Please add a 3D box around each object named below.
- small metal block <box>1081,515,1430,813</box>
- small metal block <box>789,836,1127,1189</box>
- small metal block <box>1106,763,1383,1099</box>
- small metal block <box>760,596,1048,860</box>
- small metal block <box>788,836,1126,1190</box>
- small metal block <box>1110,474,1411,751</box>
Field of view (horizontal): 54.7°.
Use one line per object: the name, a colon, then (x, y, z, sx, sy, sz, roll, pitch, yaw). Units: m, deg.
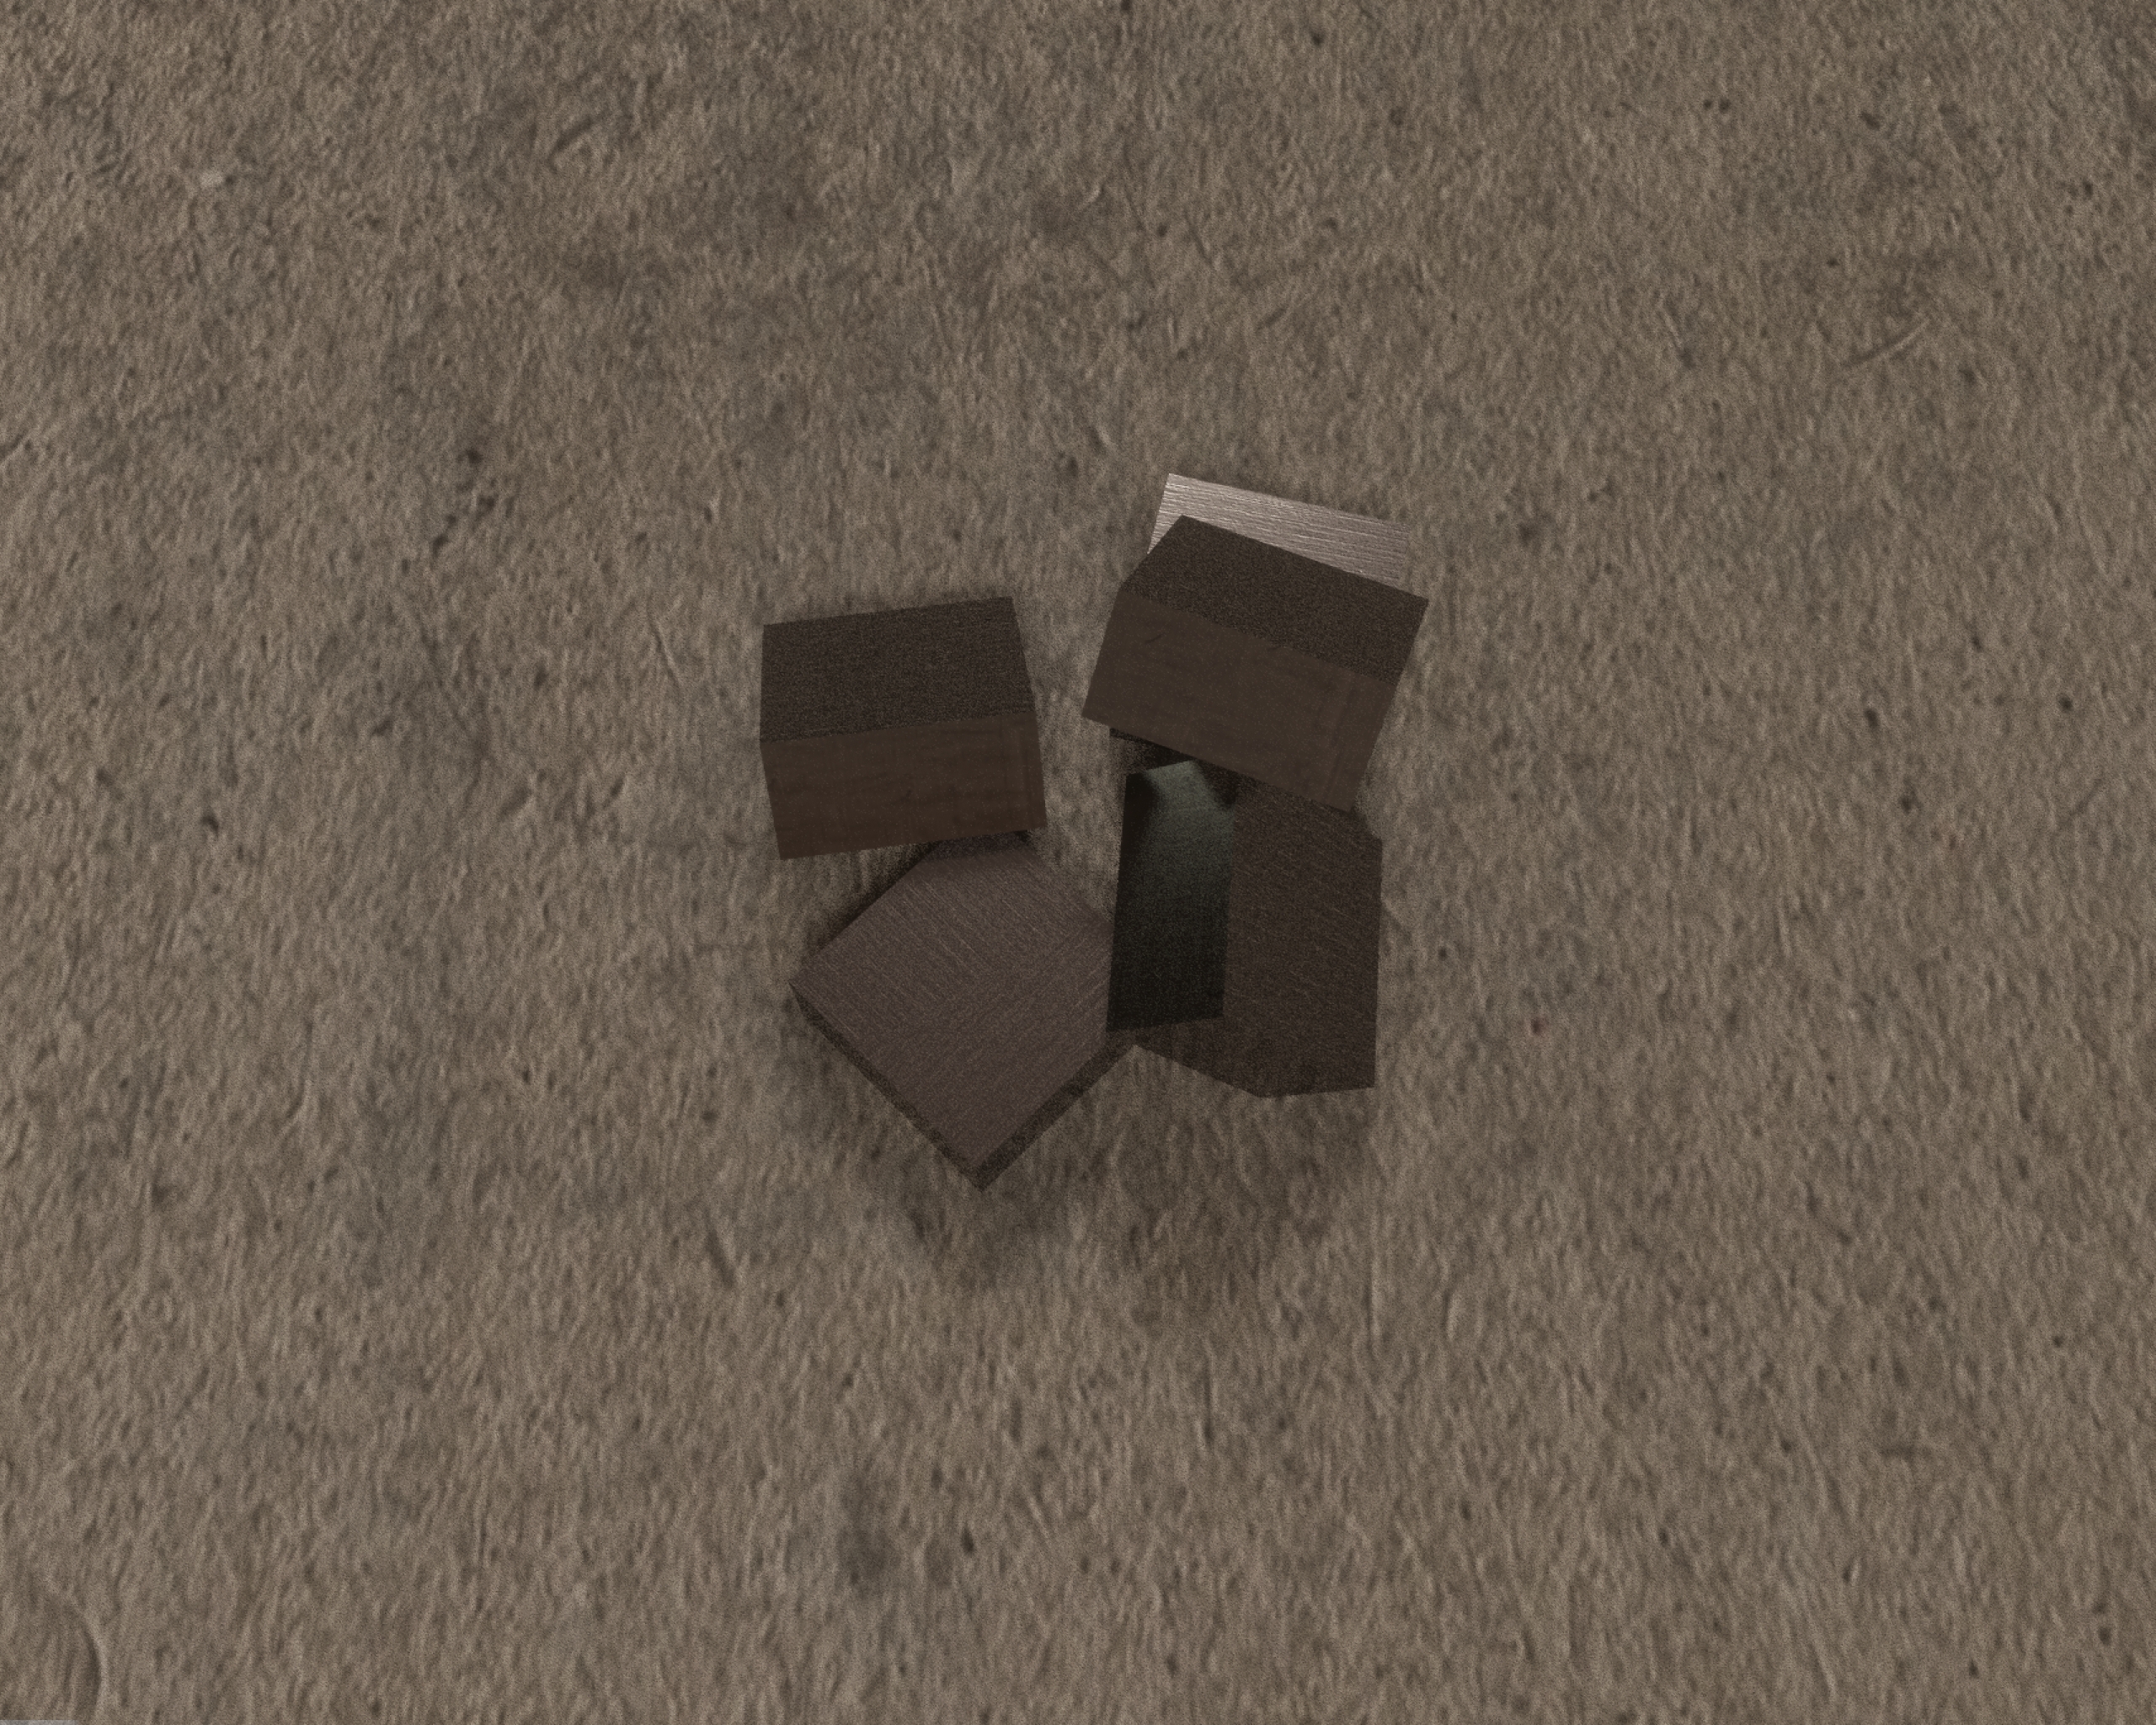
small metal block: (0.034, -0.038, 0.383, 0.050, 0.025, 0.050, 20, 28, 7)
small metal block: (-0.018, 0.026, 0.400, 0.050, 0.025, 0.050, -43, 76, -14)
small metal block: (0.032, 0.013, 0.389, 0.025, 0.050, 0.050, -11, 64, 37)
small metal block: (-0.034, -0.027, 0.406, 0.050, 0.025, 0.050, -7, 33, -3)
small metal block: (-0.018, 0.026, 0.400, 0.050, 0.025, 0.050, -43, 76, -14)
small metal block: (0.037, -0.047, 0.427, 0.050, 0.025, 0.050, 13, 70, 4)
